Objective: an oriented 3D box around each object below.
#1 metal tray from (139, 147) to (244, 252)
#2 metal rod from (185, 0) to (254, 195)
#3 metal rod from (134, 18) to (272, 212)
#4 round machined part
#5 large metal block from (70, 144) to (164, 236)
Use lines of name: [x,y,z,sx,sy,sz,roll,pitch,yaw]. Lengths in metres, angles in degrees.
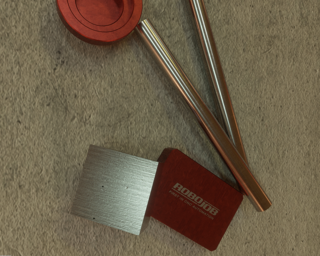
metal tray: [0.041,0.097,0.423,0.130,0.030,0.090,35,78,-17]
metal rod: [0.087,-0.047,0.442,0.025,0.025,0.298,-19,97,-19]
metal rod: [0.061,-0.012,0.418,0.025,0.025,0.299,-37,97,-17]
round machined part: [-0.074,-0.148,0.373,0.099,0.042,0.097,0,90,-21]
large metal block: [-0.047,0.069,0.362,0.080,0.050,0.080,14,85,10]
